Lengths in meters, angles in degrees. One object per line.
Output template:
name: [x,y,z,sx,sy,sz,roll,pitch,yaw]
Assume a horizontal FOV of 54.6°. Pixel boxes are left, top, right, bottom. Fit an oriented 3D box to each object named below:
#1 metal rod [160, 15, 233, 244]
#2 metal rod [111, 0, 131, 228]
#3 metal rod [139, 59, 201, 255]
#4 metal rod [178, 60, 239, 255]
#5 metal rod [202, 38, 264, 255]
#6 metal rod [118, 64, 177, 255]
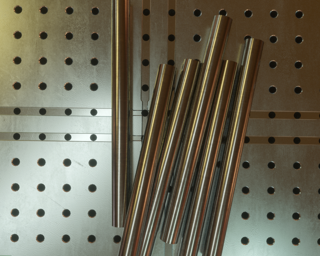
metal rod: [0.047,0.004,0.406,0.025,0.025,0.298,13,93,0]
metal rod: [-0.052,-0.021,0.413,0.025,0.025,0.298,0,90,0]
metal rod: [0.006,0.056,0.413,0.025,0.025,0.299,15,90,0]
metal rod: [0.061,0.059,0.413,0.025,0.025,0.299,12,90,0]
metal rod: [0.097,0.031,0.413,0.025,0.025,0.299,11,90,0]
metal rod: [-0.020,0.064,0.400,0.025,0.025,0.299,12,85,0]
